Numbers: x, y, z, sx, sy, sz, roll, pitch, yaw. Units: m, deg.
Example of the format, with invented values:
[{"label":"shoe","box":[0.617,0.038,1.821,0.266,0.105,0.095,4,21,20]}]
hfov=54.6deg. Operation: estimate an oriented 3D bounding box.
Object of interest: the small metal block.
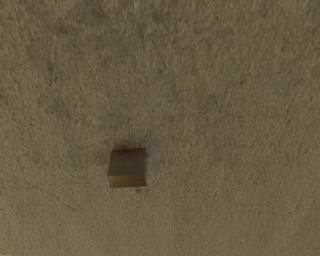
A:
[{"label":"small metal block","box":[-0.044,0.056,0.438,0.050,0.050,0.025,-4,130,3]}]
